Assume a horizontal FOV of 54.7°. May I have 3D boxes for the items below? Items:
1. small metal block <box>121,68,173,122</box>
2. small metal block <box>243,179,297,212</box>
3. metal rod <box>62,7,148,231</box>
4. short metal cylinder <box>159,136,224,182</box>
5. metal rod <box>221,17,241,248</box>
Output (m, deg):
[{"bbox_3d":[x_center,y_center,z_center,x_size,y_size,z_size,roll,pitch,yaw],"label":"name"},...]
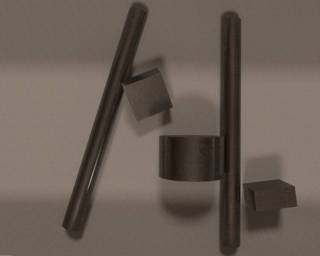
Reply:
[{"bbox_3d":[-0.017,-0.043,0.400,0.050,0.025,0.050,-22,116,-3],"label":"small metal block"},{"bbox_3d":[0.140,0.086,0.401,0.050,0.050,0.025,-7,90,0],"label":"small metal block"},{"bbox_3d":[-0.073,-0.012,0.410,0.025,0.025,0.298,17,90,-1],"label":"metal rod"},{"bbox_3d":[0.039,0.035,0.385,0.081,0.080,0.050,0,90,-1],"label":"short metal cylinder"},{"bbox_3d":[0.095,0.006,0.412,0.025,0.025,0.298,0,90,-1],"label":"metal rod"}]
